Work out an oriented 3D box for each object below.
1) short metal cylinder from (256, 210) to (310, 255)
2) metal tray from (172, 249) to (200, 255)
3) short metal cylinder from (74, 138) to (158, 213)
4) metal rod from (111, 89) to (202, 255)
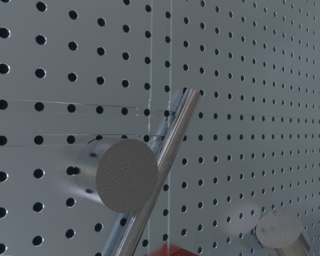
[{"bbox_3d":[0.222,0.196,0.560,0.080,0.080,0.050,-48,119,-29],"label":"short metal cylinder"},{"bbox_3d":[0.005,0.233,0.410,0.131,0.030,0.089,-15,100,-39],"label":"metal tray"},{"bbox_3d":[-0.049,0.051,0.352,0.081,0.050,0.080,0,90,-40],"label":"short metal cylinder"},{"bbox_3d":[-0.011,0.079,0.399,0.025,0.025,0.300,38,67,-34],"label":"metal rod"}]
